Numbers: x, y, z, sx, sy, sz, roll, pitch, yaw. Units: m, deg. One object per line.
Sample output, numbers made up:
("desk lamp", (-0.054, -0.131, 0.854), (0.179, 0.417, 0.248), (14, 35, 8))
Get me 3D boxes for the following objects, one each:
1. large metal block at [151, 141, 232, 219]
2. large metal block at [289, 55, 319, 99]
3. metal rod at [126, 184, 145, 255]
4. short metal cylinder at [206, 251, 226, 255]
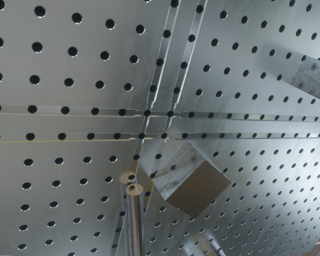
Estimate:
("large metal block", (0.048, 0.080, 0.471), (0.080, 0.050, 0.080), (-46, 129, 4))
("large metal block", (0.267, -0.067, 0.480), (0.081, 0.080, 0.050), (10, 114, -33))
("metal rod", (-0.038, 0.215, 0.523), (0.025, 0.025, 0.298), (-13, 124, -21))
("short metal cylinder", (0.117, 0.307, 0.649), (0.081, 0.050, 0.079), (-14, 124, -21))
